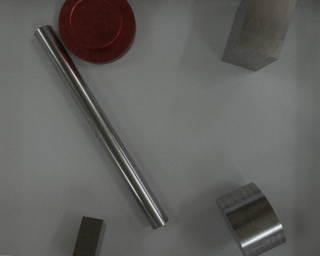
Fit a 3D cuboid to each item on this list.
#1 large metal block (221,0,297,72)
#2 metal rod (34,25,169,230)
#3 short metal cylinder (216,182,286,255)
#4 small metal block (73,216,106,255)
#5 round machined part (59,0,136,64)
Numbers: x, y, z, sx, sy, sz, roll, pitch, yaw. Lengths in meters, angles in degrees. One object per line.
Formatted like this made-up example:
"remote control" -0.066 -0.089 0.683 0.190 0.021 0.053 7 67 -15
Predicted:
"large metal block" 0.120 -0.123 0.385 0.050 0.080 0.080 17 90 0
"metal rod" -0.077 -0.001 0.410 0.025 0.025 0.299 -31 90 0
"short metal cylinder" 0.111 0.115 0.386 0.050 0.080 0.080 -26 90 0
"small metal block" -0.088 0.142 0.390 0.025 0.050 0.050 10 65 0
"round machined part" -0.081 -0.133 0.397 0.099 0.042 0.097 0 96 -1
